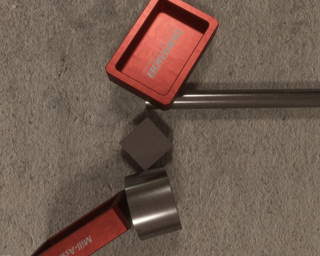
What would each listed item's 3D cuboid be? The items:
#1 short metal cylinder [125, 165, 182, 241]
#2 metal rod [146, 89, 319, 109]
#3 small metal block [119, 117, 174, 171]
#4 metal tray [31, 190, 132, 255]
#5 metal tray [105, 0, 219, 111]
[{"bbox_3d":[-0.008,0.091,0.383,0.050,0.080,0.080,-16,90,0],"label":"short metal cylinder"},{"bbox_3d":[0.132,-0.039,0.411,0.302,0.025,0.025,-1,90,-1],"label":"metal rod"},{"bbox_3d":[-0.018,0.021,0.410,0.050,0.025,0.050,-42,91,0],"label":"small metal block"},{"bbox_3d":[-0.093,0.131,0.376,0.130,0.090,0.030,-33,91,0],"label":"metal tray"},{"bbox_3d":[0.004,-0.098,0.392,0.090,0.030,0.130,30,80,5],"label":"metal tray"}]
